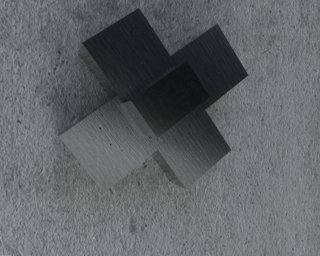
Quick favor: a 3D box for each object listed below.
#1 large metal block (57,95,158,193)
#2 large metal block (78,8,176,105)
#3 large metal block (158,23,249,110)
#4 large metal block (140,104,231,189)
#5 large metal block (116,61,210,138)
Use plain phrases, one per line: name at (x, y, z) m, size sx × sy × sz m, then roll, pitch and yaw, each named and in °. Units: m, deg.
large metal block at (-0.064, 0.017, 0.373) m, size 0.080 × 0.050 × 0.080 m, roll -38°, pitch 103°, yaw -16°
large metal block at (-0.041, -0.085, 0.382) m, size 0.080 × 0.050 × 0.080 m, roll -38°, pitch 103°, yaw -16°
large metal block at (0.057, -0.079, 0.418) m, size 0.080 × 0.050 × 0.080 m, roll -38°, pitch 103°, yaw -16°
large metal block at (0.032, 0.020, 0.409) m, size 0.080 × 0.050 × 0.080 m, roll -38°, pitch 103°, yaw -16°
large metal block at (0.000, -0.033, 0.382) m, size 0.080 × 0.080 × 0.050 m, roll -38°, pitch 103°, yaw -16°
